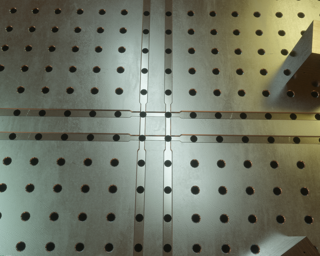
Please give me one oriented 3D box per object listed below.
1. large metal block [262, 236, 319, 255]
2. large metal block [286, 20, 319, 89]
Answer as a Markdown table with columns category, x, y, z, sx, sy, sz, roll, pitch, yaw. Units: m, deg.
| category | x | y | z | sx | sy | sz | roll | pitch | yaw |
| --- | --- | --- | --- | --- | --- | --- | --- | --- | --- |
| large metal block | 0.144 | 0.176 | 0.336 | 0.080 | 0.050 | 0.080 | -31 | 73 | -11 |
| large metal block | 0.229 | -0.094 | 0.420 | 0.080 | 0.080 | 0.050 | 11 | 71 | 4 |
